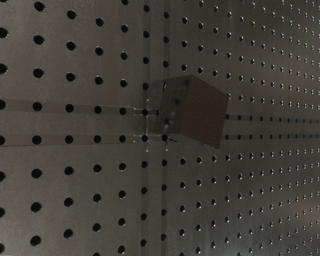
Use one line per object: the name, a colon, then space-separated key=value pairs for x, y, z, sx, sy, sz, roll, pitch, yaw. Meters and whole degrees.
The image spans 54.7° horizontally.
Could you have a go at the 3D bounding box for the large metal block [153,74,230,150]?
large metal block: x=0.046 y=-0.019 z=0.434 sx=0.080 sy=0.050 sz=0.080 roll=22 pitch=76 yaw=-38
